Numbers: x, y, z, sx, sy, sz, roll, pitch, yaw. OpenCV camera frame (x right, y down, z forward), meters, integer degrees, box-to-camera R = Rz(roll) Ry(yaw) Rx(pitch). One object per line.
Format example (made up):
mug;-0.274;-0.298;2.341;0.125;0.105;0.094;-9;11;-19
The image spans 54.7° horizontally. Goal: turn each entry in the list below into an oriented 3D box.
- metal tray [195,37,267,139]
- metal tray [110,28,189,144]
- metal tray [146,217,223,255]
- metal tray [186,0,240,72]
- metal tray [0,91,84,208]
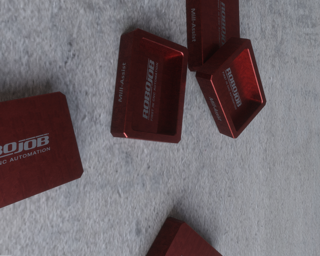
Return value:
metal tray;0.112;-0.058;0.468;0.090;0.030;0.130;-46;131;-17
metal tray;-0.010;-0.049;0.394;0.091;0.030;0.129;9;84;-40
metal tray;0.037;0.198;0.435;0.130;0.030;0.090;48;61;-30
metal tray;0.083;-0.150;0.473;0.091;0.030;0.129;-4;93;-40
metal tray;-0.144;0.022;0.282;0.131;0.030;0.089;-18;102;-39
